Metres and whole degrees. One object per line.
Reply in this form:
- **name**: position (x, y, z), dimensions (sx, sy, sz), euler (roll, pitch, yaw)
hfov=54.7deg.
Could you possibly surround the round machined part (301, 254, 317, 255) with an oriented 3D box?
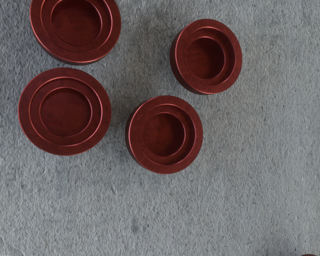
- **round machined part**: position (0.227, 0.245, 0.484), dimensions (0.099, 0.042, 0.097), euler (0, 90, -20)

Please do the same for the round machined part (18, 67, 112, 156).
- **round machined part**: position (-0.109, -0.018, 0.360), dimensions (0.099, 0.042, 0.097), euler (0, 90, -20)

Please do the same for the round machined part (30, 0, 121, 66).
- **round machined part**: position (-0.098, -0.122, 0.363), dimensions (0.099, 0.042, 0.097), euler (0, 90, -20)

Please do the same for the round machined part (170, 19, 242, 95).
- **round machined part**: position (0.058, -0.093, 0.421), dimensions (0.099, 0.042, 0.097), euler (0, 90, -20)

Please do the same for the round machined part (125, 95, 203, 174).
- **round machined part**: position (0.003, 0.008, 0.401), dimensions (0.099, 0.042, 0.097), euler (0, 90, -20)
